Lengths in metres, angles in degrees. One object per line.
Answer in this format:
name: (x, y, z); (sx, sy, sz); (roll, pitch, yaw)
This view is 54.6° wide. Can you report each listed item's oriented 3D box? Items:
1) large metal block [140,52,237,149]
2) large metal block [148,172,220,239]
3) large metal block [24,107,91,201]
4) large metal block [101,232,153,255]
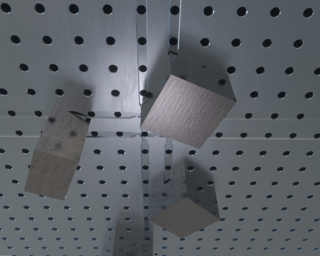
large metal block: (0.030, -0.030, 0.369); (0.080, 0.050, 0.080); (20, 127, -16)
large metal block: (0.038, 0.127, 0.503); (0.080, 0.050, 0.080); (-36, 122, 26)
large metal block: (-0.132, 0.033, 0.403); (0.050, 0.080, 0.080); (19, 128, -15)
large metal block: (-0.068, 0.257, 0.613); (0.080, 0.050, 0.080); (21, 127, -17)
